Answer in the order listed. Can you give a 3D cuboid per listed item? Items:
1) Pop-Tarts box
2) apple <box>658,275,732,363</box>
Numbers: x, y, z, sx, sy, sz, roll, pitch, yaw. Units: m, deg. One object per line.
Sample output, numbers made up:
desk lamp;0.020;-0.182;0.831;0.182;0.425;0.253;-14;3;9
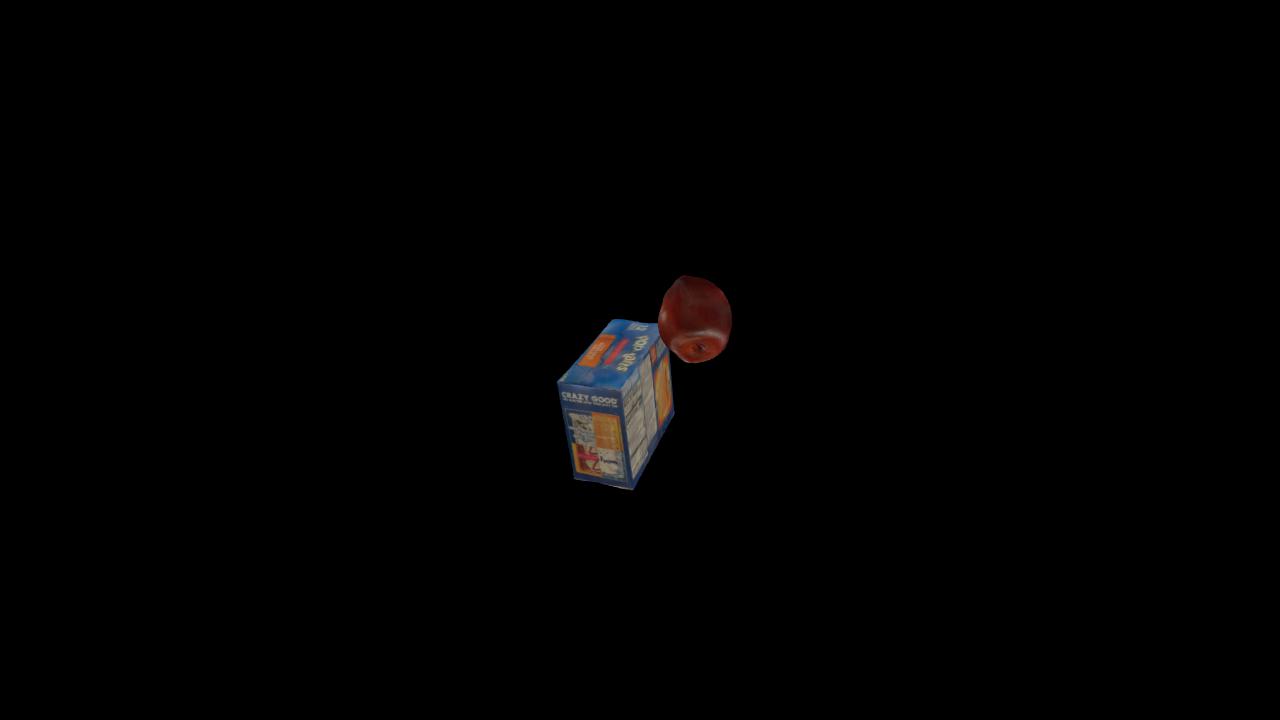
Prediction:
Pop-Tarts box;-0.023;0.049;0.763;0.083;0.141;0.167;5;31;19
apple;0.057;-0.043;0.642;0.079;0.093;0.079;-4;-37;-3
